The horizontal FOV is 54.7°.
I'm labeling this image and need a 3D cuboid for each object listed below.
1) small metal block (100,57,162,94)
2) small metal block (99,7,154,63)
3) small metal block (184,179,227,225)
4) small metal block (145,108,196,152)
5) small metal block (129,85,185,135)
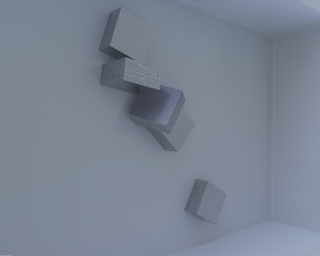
[{"bbox_3d":[-0.034,-0.060,0.363,0.050,0.050,0.025,10,83,-40],"label":"small metal block"},{"bbox_3d":[-0.040,-0.108,0.375,0.050,0.025,0.050,23,76,-38],"label":"small metal block"},{"bbox_3d":[0.070,0.112,0.468,0.050,0.025,0.050,37,67,-34],"label":"small metal block"},{"bbox_3d":[0.015,-0.003,0.421,0.050,0.025,0.050,51,60,-29],"label":"small metal block"},{"bbox_3d":[-0.003,-0.026,0.386,0.050,0.050,0.025,-65,158,-20],"label":"small metal block"}]
